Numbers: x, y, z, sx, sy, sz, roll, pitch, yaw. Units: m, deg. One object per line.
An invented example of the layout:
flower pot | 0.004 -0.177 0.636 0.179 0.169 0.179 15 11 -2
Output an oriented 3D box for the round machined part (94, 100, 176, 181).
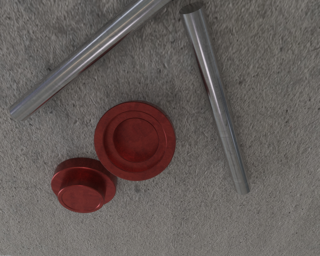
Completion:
round machined part | -0.029 0.013 0.389 0.099 0.042 0.097 1 100 4

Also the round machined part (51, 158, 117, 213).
round machined part | -0.117 0.094 0.475 0.099 0.042 0.097 0 130 0

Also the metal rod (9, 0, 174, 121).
metal rod | -0.060 -0.091 0.328 0.300 0.025 0.025 -32 124 24

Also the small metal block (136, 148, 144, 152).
small metal block | -0.035 0.042 0.443 0.050 0.025 0.050 -21 127 17

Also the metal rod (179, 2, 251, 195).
metal rod | 0.081 -0.012 0.398 0.025 0.025 0.299 -15 129 12
